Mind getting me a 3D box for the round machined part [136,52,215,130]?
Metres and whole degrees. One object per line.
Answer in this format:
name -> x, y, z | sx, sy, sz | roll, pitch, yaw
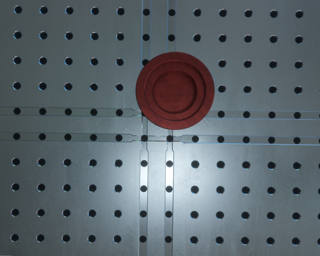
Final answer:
round machined part -> 0.019, -0.046, 0.405 | 0.099, 0.042, 0.097 | 0, 90, 0
